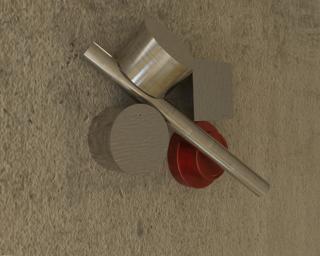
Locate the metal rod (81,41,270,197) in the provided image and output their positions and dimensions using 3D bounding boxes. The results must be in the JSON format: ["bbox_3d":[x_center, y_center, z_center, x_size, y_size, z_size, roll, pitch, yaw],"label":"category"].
[{"bbox_3d":[0.033,0.000,0.389,0.301,0.025,0.025,38,66,-19],"label":"metal rod"}]

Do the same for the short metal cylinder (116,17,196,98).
[{"bbox_3d":[-0.004,-0.081,0.362,0.080,0.050,0.080,36,29,-23],"label":"short metal cylinder"}]

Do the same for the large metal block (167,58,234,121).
[{"bbox_3d":[0.057,-0.051,0.434,0.081,0.050,0.079,-4,93,-40],"label":"large metal block"}]

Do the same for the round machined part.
[{"bbox_3d":[0.061,0.039,0.445,0.099,0.042,0.097,0,90,-40],"label":"round machined part"}]

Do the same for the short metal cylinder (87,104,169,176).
[{"bbox_3d":[-0.036,0.013,0.361,0.081,0.050,0.080,0,90,-40],"label":"short metal cylinder"}]
